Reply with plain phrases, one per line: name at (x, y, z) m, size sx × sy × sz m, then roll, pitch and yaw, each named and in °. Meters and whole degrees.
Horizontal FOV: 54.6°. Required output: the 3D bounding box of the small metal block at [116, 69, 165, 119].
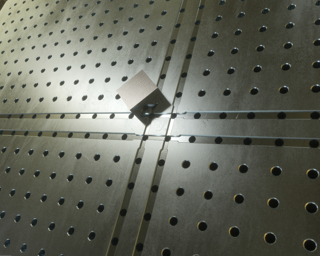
small metal block at (-0.029, -0.050, 0.455) m, size 0.050 × 0.025 × 0.050 m, roll -38°, pitch 51°, yaw 2°
